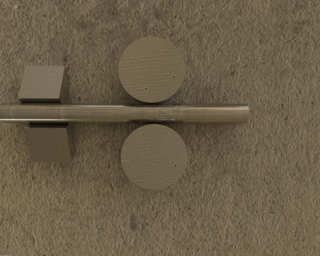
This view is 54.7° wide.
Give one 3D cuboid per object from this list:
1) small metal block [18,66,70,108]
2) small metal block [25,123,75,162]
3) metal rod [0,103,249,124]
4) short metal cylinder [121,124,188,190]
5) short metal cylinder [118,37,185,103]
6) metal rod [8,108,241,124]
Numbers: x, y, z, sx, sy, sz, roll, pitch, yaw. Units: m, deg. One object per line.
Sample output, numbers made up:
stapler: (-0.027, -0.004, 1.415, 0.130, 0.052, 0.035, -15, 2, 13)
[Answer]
small metal block: (-0.148, -0.053, 0.400, 0.050, 0.025, 0.050, 0, 63, 0)
small metal block: (-0.140, 0.016, 0.400, 0.050, 0.025, 0.050, 0, 117, -1)
metal rod: (-0.043, -0.018, 0.386, 0.302, 0.025, 0.025, 0, 90, 0)
short metal cylinder: (-0.007, 0.035, 0.398, 0.081, 0.050, 0.079, 0, 90, 0)
short metal cylinder: (-0.010, -0.071, 0.398, 0.081, 0.050, 0.079, 0, 90, 0)
metal rod: (-0.044, -0.018, 0.411, 0.302, 0.025, 0.025, 0, 90, 0)
